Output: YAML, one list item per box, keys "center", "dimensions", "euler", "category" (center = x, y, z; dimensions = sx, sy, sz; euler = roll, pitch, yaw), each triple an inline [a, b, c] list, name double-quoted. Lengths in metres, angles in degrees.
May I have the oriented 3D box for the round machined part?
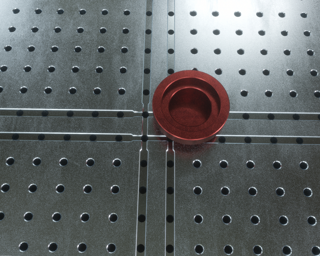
- center: [0.039, -0.024, 0.412]
  dimensions: [0.099, 0.042, 0.098]
  euler: [0, 70, 0]
  category: "round machined part"
